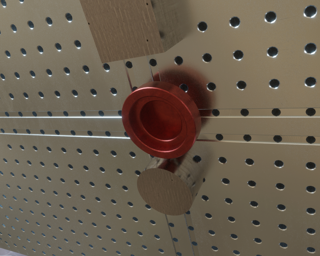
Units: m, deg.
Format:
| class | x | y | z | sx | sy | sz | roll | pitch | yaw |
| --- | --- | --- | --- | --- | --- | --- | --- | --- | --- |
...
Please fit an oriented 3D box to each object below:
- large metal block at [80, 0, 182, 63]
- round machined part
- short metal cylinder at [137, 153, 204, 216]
| class | x | y | z | sx | sy | sz | roll | pitch | yaw |
| --- | --- | --- | --- | --- | --- | --- | --- | --- | --- |
| large metal block | -0.031 | -0.121 | 0.335 | 0.080 | 0.050 | 0.080 | -3 | 117 | 29 |
| round machined part | 0.005 | -0.013 | 0.388 | 0.098 | 0.042 | 0.097 | 13 | 124 | 20 |
| short metal cylinder | 0.015 | 0.074 | 0.432 | 0.080 | 0.050 | 0.079 | 13 | 124 | 20 |
